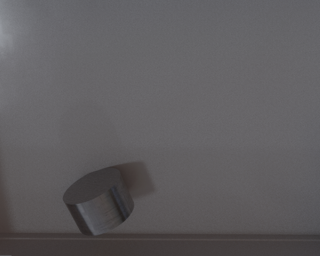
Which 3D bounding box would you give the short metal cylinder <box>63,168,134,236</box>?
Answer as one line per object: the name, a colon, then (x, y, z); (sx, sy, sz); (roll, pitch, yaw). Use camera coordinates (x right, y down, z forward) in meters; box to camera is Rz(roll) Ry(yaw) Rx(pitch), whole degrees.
short metal cylinder: (-0.081, 0.097, 0.417); (0.080, 0.080, 0.050); (-19, 109, 6)
